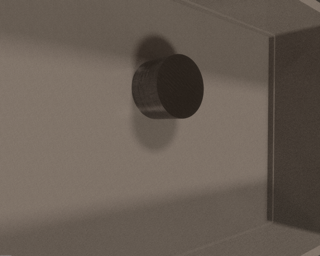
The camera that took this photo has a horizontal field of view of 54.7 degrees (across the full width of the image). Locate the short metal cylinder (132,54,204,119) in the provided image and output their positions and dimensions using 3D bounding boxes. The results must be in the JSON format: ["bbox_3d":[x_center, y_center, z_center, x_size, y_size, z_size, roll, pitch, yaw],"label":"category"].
[{"bbox_3d":[0.011,-0.051,0.401,0.081,0.050,0.079,0,90,-40],"label":"short metal cylinder"}]
